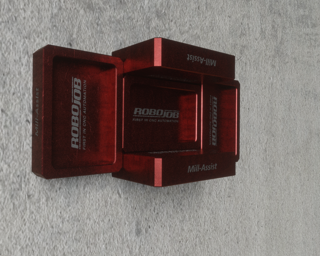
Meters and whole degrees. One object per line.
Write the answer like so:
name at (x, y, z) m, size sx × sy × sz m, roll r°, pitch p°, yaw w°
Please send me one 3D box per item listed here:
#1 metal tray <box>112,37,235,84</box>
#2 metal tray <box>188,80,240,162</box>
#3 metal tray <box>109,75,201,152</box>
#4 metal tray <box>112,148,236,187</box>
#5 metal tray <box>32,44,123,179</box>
metal tray at (0.018, -0.076, 0.381) m, size 0.131 × 0.090 × 0.030 m, roll 0°, pitch 90°, yaw -40°
metal tray at (0.084, -0.011, 0.476) m, size 0.091 × 0.030 × 0.129 m, roll 1°, pitch 90°, yaw -40°
metal tray at (-0.002, -0.016, 0.404) m, size 0.131 × 0.030 × 0.089 m, roll 1°, pitch 90°, yaw -40°
metal tray at (0.019, 0.044, 0.380) m, size 0.131 × 0.090 × 0.030 m, roll 0°, pitch 90°, yaw -40°
metal tray at (-0.086, -0.015, 0.332) m, size 0.091 × 0.030 × 0.129 m, roll 1°, pitch 90°, yaw -40°
